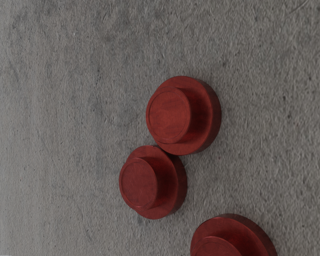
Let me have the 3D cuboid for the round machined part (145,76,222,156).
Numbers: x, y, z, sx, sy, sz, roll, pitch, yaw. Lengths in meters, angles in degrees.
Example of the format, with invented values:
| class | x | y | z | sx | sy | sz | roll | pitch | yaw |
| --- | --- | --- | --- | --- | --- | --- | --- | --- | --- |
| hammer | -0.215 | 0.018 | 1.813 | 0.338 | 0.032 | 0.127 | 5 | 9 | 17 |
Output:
| class | x | y | z | sx | sy | sz | roll | pitch | yaw |
| --- | --- | --- | --- | --- | --- | --- | --- | --- | --- |
| round machined part | 0.021 | -0.015 | 0.377 | 0.098 | 0.042 | 0.097 | 0 | 90 | 40 |

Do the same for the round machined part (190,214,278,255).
| class | x | y | z | sx | sy | sz | roll | pitch | yaw |
| --- | --- | --- | --- | --- | --- | --- | --- | --- | --- |
| round machined part | 0.073 | 0.146 | 0.334 | 0.098 | 0.042 | 0.097 | 0 | 90 | 40 |

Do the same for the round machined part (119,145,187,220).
| class | x | y | z | sx | sy | sz | roll | pitch | yaw |
| --- | --- | --- | --- | --- | --- | --- | --- | --- | --- |
| round machined part | -0.016 | 0.071 | 0.407 | 0.098 | 0.042 | 0.097 | 0 | 90 | 40 |
